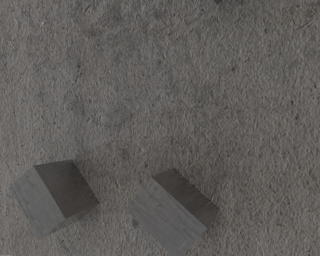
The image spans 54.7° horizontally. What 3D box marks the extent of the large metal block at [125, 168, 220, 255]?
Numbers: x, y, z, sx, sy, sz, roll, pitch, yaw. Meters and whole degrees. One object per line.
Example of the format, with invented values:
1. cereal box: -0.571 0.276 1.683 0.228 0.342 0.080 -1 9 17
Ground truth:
1. large metal block: 0.019 0.098 0.373 0.080 0.080 0.050 41 103 15

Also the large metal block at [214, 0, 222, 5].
1. large metal block: 0.078 -0.212 0.368 0.080 0.050 0.080 -31 80 17

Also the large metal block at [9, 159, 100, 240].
1. large metal block: -0.143 0.094 0.430 0.050 0.080 0.080 -40 78 16
